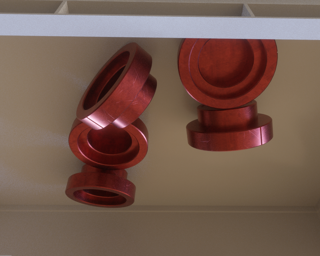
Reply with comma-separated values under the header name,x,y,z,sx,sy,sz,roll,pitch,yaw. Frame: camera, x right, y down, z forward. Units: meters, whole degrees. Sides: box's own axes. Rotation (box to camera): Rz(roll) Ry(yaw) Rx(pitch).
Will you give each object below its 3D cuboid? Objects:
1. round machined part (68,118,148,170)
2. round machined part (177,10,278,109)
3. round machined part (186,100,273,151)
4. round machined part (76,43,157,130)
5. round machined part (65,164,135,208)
name,x,y,z,sx,sy,sz,roll,pitch,yaw
round machined part,-0.064,0.008,0.401,0.099,0.042,0.097,0,134,0
round machined part,0.067,-0.073,0.325,0.099,0.042,0.097,0,113,0
round machined part,0.079,-0.008,0.363,0.099,0.098,0.042,-7,103,5
round machined part,-0.041,-0.038,0.328,0.042,0.098,0.098,37,121,-27
round machined part,-0.084,0.082,0.454,0.099,0.042,0.098,4,150,2
